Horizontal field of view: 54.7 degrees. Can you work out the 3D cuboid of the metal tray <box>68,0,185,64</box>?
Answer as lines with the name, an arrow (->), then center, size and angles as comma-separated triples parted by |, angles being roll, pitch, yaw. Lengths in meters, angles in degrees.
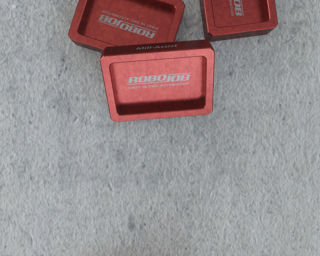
metal tray -> -0.042, -0.137, 0.406 | 0.131, 0.030, 0.090 | 17, 90, -1

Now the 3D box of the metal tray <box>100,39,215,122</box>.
metal tray -> -0.001, -0.057, 0.384 | 0.131, 0.030, 0.089 | -5, 124, -1

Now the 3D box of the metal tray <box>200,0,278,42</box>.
metal tray -> 0.098, -0.186, 0.408 | 0.091, 0.030, 0.129 | -8, 90, -1
